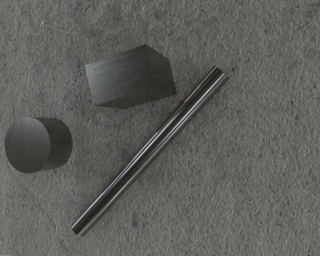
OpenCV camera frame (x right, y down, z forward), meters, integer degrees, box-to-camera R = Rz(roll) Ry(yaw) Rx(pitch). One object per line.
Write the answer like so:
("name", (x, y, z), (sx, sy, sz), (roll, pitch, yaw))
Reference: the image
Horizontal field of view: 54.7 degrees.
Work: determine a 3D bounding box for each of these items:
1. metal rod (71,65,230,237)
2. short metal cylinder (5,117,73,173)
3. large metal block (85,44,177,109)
("metal rod", (-0.021, 0.039, 0.416), (0.025, 0.025, 0.299), (45, 104, 14))
("short metal cylinder", (-0.179, 0.024, 0.459), (0.080, 0.050, 0.080), (0, 90, 20))
("large metal block", (-0.033, -0.060, 0.391), (0.080, 0.080, 0.050), (-15, 85, 19))
